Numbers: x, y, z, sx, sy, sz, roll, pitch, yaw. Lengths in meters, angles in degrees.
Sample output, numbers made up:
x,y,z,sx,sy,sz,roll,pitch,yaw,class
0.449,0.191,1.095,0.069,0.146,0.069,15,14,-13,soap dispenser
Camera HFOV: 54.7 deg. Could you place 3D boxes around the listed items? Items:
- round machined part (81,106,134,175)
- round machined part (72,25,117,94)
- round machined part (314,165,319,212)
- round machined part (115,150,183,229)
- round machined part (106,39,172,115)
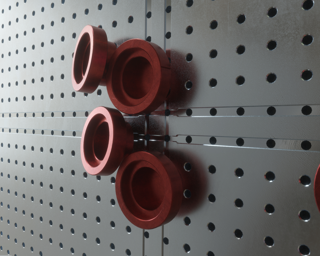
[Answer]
x,y,z,sx,sy,sz,roll,pitch,yaw,class
-0.074,0.020,0.447,0.098,0.042,0.098,-15,70,49,round machined part
-0.096,-0.099,0.462,0.098,0.042,0.098,-19,67,56,round machined part
0.182,0.051,0.248,0.098,0.042,0.097,0,90,39,round machined part
-0.010,0.078,0.405,0.098,0.042,0.097,0,90,39,round machined part
-0.023,-0.066,0.415,0.098,0.042,0.097,1,91,38,round machined part
